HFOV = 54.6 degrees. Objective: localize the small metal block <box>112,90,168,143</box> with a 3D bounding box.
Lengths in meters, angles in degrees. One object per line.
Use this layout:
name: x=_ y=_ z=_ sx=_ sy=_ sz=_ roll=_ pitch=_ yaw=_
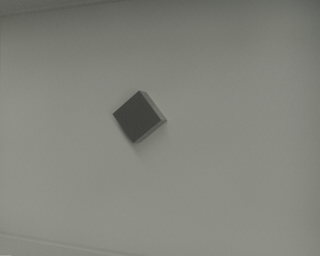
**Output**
small metal block: x=-0.027 y=-0.015 z=0.421 sx=0.050 sy=0.025 sz=0.050 roll=-40 pitch=78 yaw=15
